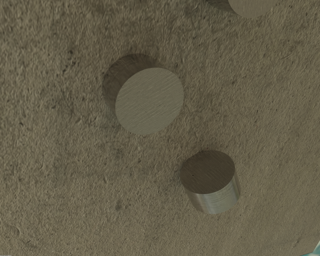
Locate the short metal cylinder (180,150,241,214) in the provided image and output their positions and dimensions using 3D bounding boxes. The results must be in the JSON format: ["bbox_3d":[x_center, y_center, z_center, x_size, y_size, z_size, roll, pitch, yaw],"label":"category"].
[{"bbox_3d":[0.076,0.080,0.462,0.080,0.080,0.050,-31,129,-9],"label":"short metal cylinder"}]

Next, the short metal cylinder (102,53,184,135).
[{"bbox_3d":[-0.020,-0.039,0.355,0.081,0.050,0.079,-14,124,-21],"label":"short metal cylinder"}]

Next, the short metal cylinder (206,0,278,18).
[{"bbox_3d":[0.091,-0.166,0.337,0.081,0.050,0.079,-14,124,-21],"label":"short metal cylinder"}]
